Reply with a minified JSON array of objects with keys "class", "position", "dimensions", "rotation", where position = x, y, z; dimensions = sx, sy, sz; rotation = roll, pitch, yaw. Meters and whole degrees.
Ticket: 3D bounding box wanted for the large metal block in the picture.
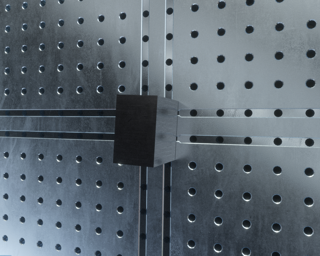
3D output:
[{"class":"large metal block","position":[-0.015,0.002,0.387],"dimensions":[0.050,0.080,0.079],"rotation":[4,91,20]}]
